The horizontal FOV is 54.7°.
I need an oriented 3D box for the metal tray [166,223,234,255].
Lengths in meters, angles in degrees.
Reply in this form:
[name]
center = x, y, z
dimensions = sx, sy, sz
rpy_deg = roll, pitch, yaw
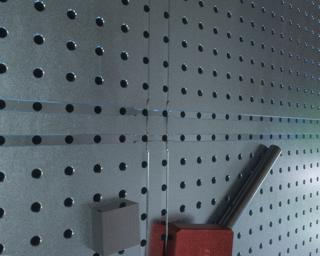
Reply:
[metal tray]
center = 0.052, 0.204, 0.435
dimensions = 0.091, 0.030, 0.129
rpy_deg = 8, 85, -21

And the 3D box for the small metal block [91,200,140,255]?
[small metal block]
center = -0.052, 0.117, 0.368
dimensions = 0.050, 0.025, 0.050
rpy_deg = -4, 93, -40

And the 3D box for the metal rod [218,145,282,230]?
[metal rod]
center = 0.132, 0.134, 0.523
dimensions = 0.301, 0.025, 0.025
rpy_deg = -45, 117, -31
